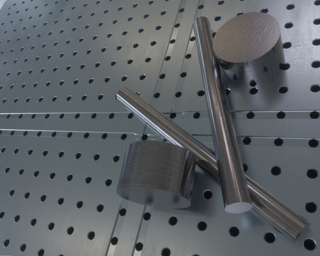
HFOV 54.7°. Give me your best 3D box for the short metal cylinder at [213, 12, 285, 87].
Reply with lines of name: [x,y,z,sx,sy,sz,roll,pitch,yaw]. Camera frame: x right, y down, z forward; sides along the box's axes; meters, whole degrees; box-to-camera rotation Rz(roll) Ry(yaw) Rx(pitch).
short metal cylinder: [0.113,-0.099,0.393,0.080,0.050,0.080,-13,56,21]

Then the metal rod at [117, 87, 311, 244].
metal rod: [0.037,0.023,0.374,0.025,0.025,0.300,-47,51,-5]

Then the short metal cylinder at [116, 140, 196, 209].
short metal cylinder: [-0.003,0.054,0.342,0.080,0.080,0.050,-4,60,26]

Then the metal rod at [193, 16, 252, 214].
metal rod: [0.068,-0.043,0.379,0.025,0.025,0.300,-18,49,18]
